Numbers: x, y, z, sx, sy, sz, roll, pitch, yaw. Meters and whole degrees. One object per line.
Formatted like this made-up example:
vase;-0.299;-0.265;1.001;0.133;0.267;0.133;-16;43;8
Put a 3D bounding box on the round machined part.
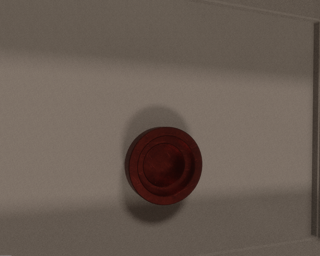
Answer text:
round machined part;0.002;0.047;0.403;0.099;0.042;0.097;0;90;-21
